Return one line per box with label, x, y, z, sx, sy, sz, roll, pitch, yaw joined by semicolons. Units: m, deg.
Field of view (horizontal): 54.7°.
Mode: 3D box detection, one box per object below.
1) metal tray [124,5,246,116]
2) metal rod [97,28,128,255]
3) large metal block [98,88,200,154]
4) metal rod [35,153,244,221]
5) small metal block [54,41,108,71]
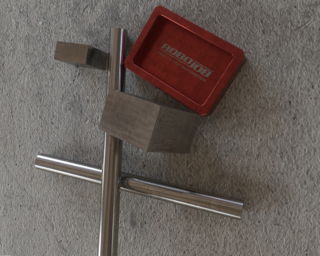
metal tray;0.030;-0.085;0.395;0.130;0.030;0.090;35;101;16
metal rod;-0.062;0.015;0.409;0.025;0.025;0.298;-1;82;19
large metal block;-0.012;-0.007;0.372;0.080;0.080;0.050;22;98;37
metal rod;-0.041;0.075;0.422;0.301;0.025;0.025;10;93;19
small metal block;-0.109;-0.100;0.433;0.050;0.050;0.025;12;94;19
